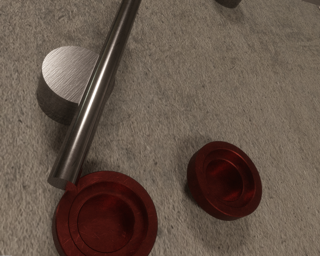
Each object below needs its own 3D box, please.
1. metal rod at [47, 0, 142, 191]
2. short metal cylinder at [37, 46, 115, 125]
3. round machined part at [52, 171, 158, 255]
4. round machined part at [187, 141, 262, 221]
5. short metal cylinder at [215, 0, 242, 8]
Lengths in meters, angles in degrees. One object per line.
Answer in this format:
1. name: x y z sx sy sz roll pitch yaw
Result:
1. metal rod: -0.060 -0.072 0.352 0.025 0.025 0.300 23 53 -15
2. short metal cylinder: -0.099 -0.049 0.365 0.081 0.050 0.080 14 56 -21
3. round machined part: -0.055 0.095 0.306 0.099 0.042 0.098 14 56 -21
4. round machined part: 0.077 0.069 0.394 0.099 0.042 0.098 14 56 -21
5. short metal cylinder: 0.147 -0.301 0.653 0.081 0.050 0.080 14 56 -21
